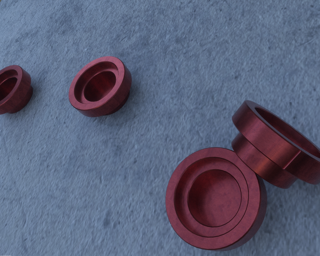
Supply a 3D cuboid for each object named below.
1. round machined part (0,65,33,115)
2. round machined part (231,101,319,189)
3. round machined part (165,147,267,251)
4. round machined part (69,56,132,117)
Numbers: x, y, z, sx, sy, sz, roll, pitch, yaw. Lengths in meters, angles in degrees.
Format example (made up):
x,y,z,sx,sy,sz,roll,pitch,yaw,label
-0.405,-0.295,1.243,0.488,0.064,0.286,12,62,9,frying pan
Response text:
x,y,z,sx,sy,sz,roll,pitch,yaw,label
-0.278,-0.066,0.576,0.098,0.042,0.098,-13,56,20,round machined part
0.108,0.019,0.295,0.042,0.099,0.098,-55,48,21,round machined part
0.058,0.072,0.311,0.098,0.042,0.098,-15,60,28,round machined part
-0.086,-0.058,0.472,0.098,0.042,0.098,-13,56,20,round machined part
